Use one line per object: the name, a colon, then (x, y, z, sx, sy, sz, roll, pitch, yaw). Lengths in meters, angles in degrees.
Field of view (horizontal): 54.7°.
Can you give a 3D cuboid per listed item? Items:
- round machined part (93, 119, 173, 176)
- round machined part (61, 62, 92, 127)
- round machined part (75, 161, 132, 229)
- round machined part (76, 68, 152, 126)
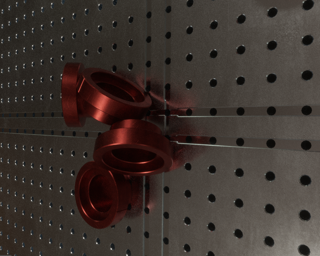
round machined part: (-0.032, 0.023, 0.393, 0.098, 0.098, 0.042, -23, 51, 37)
round machined part: (-0.117, -0.049, 0.469, 0.042, 0.098, 0.097, 0, 90, -5)
round machined part: (-0.080, 0.096, 0.462, 0.098, 0.042, 0.097, 0, 90, 39)
round machined part: (-0.064, -0.037, 0.412, 0.098, 0.099, 0.042, 44, 116, 31)
